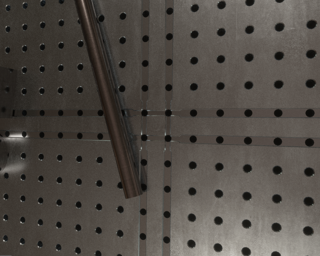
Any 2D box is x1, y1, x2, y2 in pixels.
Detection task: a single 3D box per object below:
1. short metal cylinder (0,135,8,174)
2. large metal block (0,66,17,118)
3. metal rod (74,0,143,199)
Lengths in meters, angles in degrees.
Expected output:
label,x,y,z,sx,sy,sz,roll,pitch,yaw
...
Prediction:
label,x,y,z,sx,sy,sz,roll,pitch,yaw
short metal cylinder,-0.298,0.045,0.502,0.080,0.050,0.079,0,90,19
large metal block,-0.284,-0.061,0.497,0.080,0.050,0.079,8,93,19
metal rod,-0.074,-0.050,0.437,0.025,0.025,0.298,-17,84,19
